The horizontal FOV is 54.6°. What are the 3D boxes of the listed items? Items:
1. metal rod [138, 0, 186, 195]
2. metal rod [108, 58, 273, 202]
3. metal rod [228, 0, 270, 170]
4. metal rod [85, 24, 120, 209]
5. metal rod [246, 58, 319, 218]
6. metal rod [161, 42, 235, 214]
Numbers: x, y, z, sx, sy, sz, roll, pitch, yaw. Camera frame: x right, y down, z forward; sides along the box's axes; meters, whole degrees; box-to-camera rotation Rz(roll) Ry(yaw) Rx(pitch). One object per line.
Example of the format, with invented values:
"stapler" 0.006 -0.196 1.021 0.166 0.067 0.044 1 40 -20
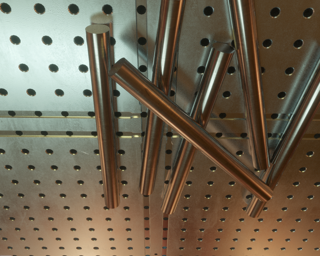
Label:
"metal rod" -0.004 -0.016 0.397 0.025 0.025 0.298 5 130 -5
"metal rod" 0.057 0.019 0.393 0.025 0.025 0.301 -35 124 26
"metal rod" 0.107 -0.057 0.363 0.025 0.025 0.299 -13 129 11
"metal rod" -0.072 0.010 0.419 0.025 0.025 0.298 2 130 -2
"metal rod" 0.177 0.032 0.439 0.025 0.025 0.298 5 130 -4
"metal rod" 0.041 0.024 0.432 0.025 0.025 0.298 8 130 -7
